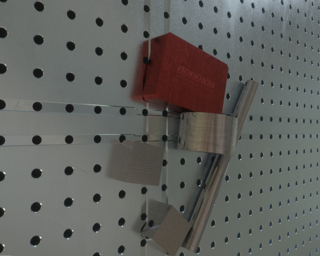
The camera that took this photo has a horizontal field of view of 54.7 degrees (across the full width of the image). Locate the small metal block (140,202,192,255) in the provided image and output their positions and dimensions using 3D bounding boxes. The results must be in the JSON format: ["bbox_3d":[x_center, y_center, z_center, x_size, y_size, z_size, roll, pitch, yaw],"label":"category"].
[{"bbox_3d":[0.009,0.138,0.420,0.050,0.025,0.050,51,60,-28],"label":"small metal block"}]

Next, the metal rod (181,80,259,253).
[{"bbox_3d":[0.102,0.048,0.497,0.025,0.025,0.300,40,65,-33],"label":"metal rod"}]

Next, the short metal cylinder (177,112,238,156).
[{"bbox_3d":[0.065,0.009,0.431,0.081,0.080,0.050,11,84,-40],"label":"short metal cylinder"}]

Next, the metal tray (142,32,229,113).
[{"bbox_3d":[0.041,-0.068,0.443,0.131,0.030,0.090,16,80,-39],"label":"metal tray"}]

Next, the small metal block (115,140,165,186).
[{"bbox_3d":[-0.024,0.045,0.391,0.050,0.025,0.050,16,80,-39],"label":"small metal block"}]
